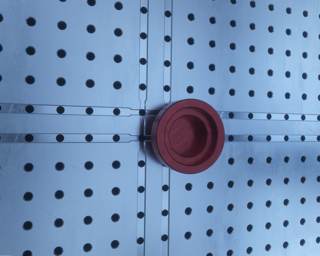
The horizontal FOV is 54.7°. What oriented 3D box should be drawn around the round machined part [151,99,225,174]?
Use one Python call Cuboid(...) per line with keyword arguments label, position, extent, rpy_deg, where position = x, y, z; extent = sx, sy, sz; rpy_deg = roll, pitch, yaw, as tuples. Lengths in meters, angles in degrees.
Cuboid(label="round machined part", position=(0.034, 0.011, 0.417), extent=(0.099, 0.042, 0.097), rpy_deg=(0, 90, -21))
